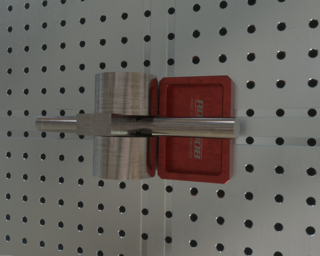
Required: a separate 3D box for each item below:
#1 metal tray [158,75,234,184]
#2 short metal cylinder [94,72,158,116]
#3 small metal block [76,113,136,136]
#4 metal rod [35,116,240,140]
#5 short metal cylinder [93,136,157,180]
[{"bbox_3d":[0.045,0.001,0.394,0.090,0.030,0.129,1,90,19],"label":"metal tray"},{"bbox_3d":[-0.043,-0.040,0.397,0.080,0.080,0.050,1,91,20],"label":"short metal cylinder"},{"bbox_3d":[-0.063,-0.004,0.371,0.050,0.050,0.025,1,91,28],"label":"small metal block"},{"bbox_3d":[-0.049,-0.003,0.405,0.300,0.025,0.025,1,91,28],"label":"metal rod"},{"bbox_3d":[-0.045,0.035,0.399,0.080,0.080,0.050,2,91,20],"label":"short metal cylinder"}]
